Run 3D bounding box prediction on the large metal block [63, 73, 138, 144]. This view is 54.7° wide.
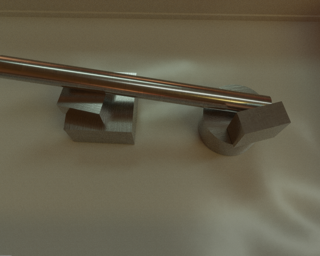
[{"bbox_3d":[-0.072,-0.026,0.402,0.081,0.050,0.080,3,70,0],"label":"large metal block"}]

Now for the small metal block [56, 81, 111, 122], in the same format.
[{"bbox_3d":[-0.087,-0.039,0.368,0.050,0.025,0.050,12,70,4],"label":"small metal block"}]

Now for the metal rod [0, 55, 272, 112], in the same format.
[{"bbox_3d":[-0.023,-0.046,0.350,0.302,0.025,0.025,8,70,-6],"label":"metal rod"}]

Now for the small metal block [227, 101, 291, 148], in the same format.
[{"bbox_3d":[0.107,-0.003,0.343,0.050,0.050,0.025,-14,71,-5],"label":"small metal block"}]

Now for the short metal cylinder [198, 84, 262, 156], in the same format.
[{"bbox_3d":[0.093,-0.009,0.399,0.081,0.050,0.080,0,70,0],"label":"short metal cylinder"}]
